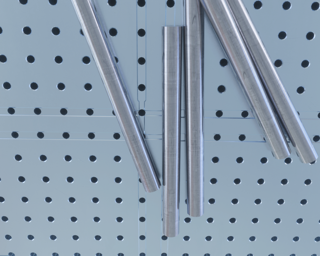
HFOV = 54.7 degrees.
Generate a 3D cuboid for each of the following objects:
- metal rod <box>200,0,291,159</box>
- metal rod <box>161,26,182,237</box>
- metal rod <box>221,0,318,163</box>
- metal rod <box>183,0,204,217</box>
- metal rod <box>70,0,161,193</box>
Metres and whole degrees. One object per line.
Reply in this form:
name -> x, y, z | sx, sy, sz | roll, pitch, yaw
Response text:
metal rod -> 0.096, -0.082, 0.371 | 0.025, 0.025, 0.299 | -28, 113, 9
metal rod -> 0.016, 0.018, 0.420 | 0.025, 0.025, 0.298 | -1, 110, 0
metal rod -> 0.128, -0.077, 0.386 | 0.025, 0.025, 0.299 | -30, 108, 10
metal rod -> 0.046, -0.015, 0.408 | 0.025, 0.025, 0.298 | -3, 110, 0
metal rod -> -0.056, -0.048, 0.394 | 0.025, 0.025, 0.298 | -17, 110, 6
